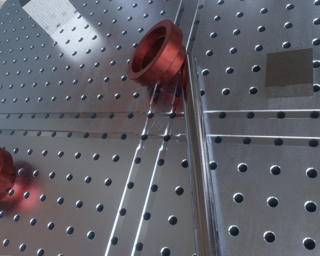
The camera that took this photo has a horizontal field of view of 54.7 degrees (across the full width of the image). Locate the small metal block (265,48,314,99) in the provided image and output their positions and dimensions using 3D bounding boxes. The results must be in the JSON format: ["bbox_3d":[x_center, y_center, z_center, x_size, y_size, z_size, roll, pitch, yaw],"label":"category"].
[{"bbox_3d":[0.154,-0.064,0.367,0.050,0.025,0.050,-1,61,27],"label":"small metal block"}]

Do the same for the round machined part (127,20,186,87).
[{"bbox_3d":[-0.001,-0.101,0.445,0.098,0.042,0.098,-37,37,34],"label":"round machined part"}]

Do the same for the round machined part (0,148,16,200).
[{"bbox_3d":[-0.271,0.079,0.491,0.098,0.042,0.098,-13,56,21],"label":"round machined part"}]

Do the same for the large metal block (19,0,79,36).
[{"bbox_3d":[-0.235,-0.259,0.655,0.080,0.080,0.050,-38,51,3],"label":"large metal block"}]

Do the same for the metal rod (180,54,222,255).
[{"bbox_3d":[0.045,0.029,0.366,0.025,0.025,0.299,-15,55,20],"label":"metal rod"}]
